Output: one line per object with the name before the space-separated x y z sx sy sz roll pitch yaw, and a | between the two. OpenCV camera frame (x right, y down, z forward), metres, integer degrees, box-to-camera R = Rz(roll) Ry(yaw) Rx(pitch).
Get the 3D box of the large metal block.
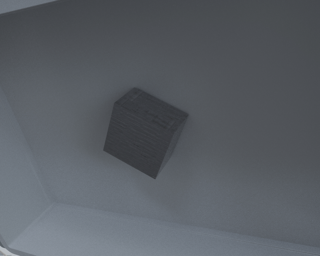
large metal block | -0.020 0.007 0.403 0.080 0.050 0.079 28 127 10
